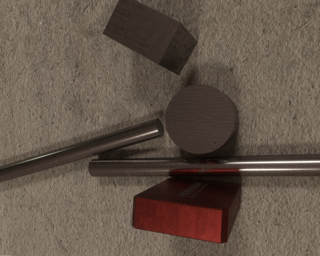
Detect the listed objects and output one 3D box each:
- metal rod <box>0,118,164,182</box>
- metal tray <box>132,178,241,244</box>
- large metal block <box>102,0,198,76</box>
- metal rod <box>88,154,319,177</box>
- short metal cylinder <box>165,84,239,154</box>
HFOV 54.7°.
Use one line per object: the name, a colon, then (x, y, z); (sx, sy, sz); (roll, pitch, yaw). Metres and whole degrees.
metal rod: (-0.137, 0.039, 0.455); (0.301, 0.025, 0.025); (-16, 85, 18)
metal tray: (0.037, 0.082, 0.340); (0.090, 0.130, 0.030); (3, 91, 20)
large metal block: (-0.009, -0.111, 0.382); (0.080, 0.080, 0.050); (32, 100, 17)
metal rod: (0.047, 0.049, 0.391); (0.301, 0.025, 0.025); (-3, 89, 19)
short metal cylinder: (0.052, -0.010, 0.377); (0.080, 0.050, 0.079); (0, 90, 19)
